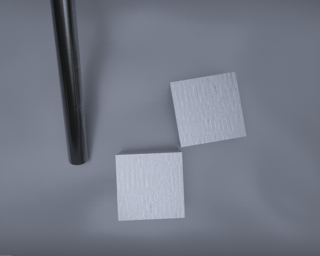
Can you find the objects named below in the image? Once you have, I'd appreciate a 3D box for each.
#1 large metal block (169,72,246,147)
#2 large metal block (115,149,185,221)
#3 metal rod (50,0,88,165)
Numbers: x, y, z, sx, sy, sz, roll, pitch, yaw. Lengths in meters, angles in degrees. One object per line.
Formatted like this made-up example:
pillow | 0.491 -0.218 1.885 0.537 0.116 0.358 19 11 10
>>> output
large metal block | 0.058 -0.023 0.400 0.080 0.050 0.080 -10 90 -1
large metal block | -0.012 0.070 0.399 0.081 0.050 0.079 -2 90 -1
metal rod | -0.102 -0.088 0.341 0.025 0.025 0.298 3 118 0
